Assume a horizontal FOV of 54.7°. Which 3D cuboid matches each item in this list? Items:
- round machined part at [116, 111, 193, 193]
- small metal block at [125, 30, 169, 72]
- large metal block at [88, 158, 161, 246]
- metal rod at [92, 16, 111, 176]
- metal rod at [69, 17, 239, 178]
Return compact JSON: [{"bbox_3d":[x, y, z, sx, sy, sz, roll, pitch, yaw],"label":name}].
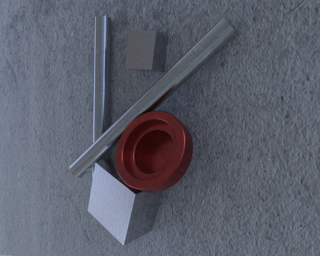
[{"bbox_3d":[-0.003,0.031,0.381,0.098,0.042,0.098,-15,61,28],"label":"round machined part"},{"bbox_3d":[-0.019,-0.103,0.418,0.050,0.025,0.050,11,97,39],"label":"small metal block"},{"bbox_3d":[-0.049,0.094,0.419,0.080,0.050,0.079,30,117,35],"label":"large metal block"},{"bbox_3d":[-0.090,-0.019,0.476,0.025,0.025,0.298,2,91,39],"label":"metal rod"},{"bbox_3d":[-0.024,-0.024,0.404,0.299,0.025,0.025,-41,65,25],"label":"metal rod"}]
